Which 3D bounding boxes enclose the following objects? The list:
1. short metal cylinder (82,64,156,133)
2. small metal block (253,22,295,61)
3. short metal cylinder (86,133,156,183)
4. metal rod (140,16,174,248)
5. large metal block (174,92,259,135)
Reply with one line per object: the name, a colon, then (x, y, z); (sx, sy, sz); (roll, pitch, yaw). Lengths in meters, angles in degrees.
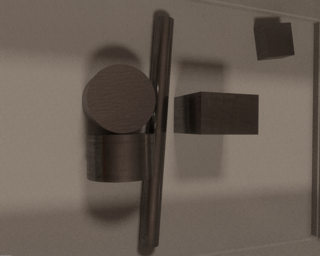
short metal cylinder: (-0.052, -0.034, 0.379); (0.081, 0.050, 0.079); (0, 90, -21)
small metal block: (0.176, -0.133, 0.477); (0.050, 0.025, 0.050); (-9, 93, -20)
short metal cylinder: (-0.045, 0.032, 0.365); (0.081, 0.080, 0.050); (-1, 91, -20)
metal rod: (-0.004, 0.004, 0.410); (0.025, 0.025, 0.298); (4, 89, -20)
large metal block: (0.071, -0.017, 0.409); (0.081, 0.080, 0.050); (1, 90, -20)
